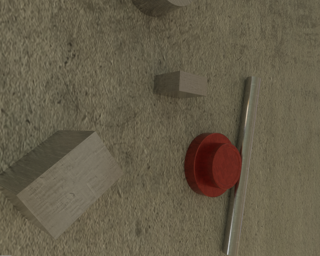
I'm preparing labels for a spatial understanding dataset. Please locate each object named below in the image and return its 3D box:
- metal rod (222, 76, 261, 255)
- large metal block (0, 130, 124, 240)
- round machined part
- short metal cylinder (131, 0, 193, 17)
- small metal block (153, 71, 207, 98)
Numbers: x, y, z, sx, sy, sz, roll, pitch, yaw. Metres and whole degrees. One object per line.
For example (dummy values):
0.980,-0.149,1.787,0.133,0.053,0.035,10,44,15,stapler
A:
0.140,0.059,0.524,0.025,0.025,0.299,17,79,-39,metal rod
-0.096,0.046,0.290,0.080,0.080,0.050,-44,117,-31,large metal block
0.087,0.056,0.469,0.099,0.042,0.097,0,90,-40,round machined part
0.003,-0.188,0.392,0.081,0.050,0.079,0,90,-40,short metal cylinder
0.027,-0.056,0.413,0.050,0.050,0.025,5,87,-40,small metal block
